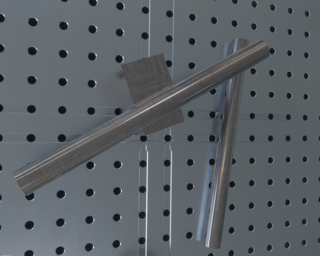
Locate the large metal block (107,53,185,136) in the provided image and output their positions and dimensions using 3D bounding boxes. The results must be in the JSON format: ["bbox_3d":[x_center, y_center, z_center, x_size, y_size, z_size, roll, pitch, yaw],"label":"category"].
[{"bbox_3d":[-0.020,-0.037,0.376,0.050,0.080,0.080,-21,97,-19],"label":"large metal block"}]

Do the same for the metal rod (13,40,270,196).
[{"bbox_3d":[-0.002,-0.022,0.326,0.302,0.025,0.025,-30,100,-18],"label":"metal rod"}]

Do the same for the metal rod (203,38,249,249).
[{"bbox_3d":[0.096,0.020,0.448,0.025,0.025,0.298,10,87,-20],"label":"metal rod"}]
